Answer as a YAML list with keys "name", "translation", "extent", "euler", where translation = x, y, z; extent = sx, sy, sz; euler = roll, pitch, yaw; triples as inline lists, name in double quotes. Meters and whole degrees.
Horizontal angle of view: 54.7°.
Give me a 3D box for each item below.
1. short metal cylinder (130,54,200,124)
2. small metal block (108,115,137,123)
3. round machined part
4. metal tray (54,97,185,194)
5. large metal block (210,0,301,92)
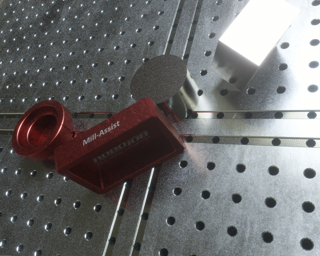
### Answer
- name: "short metal cylinder"
  translation: [0.007, -0.052, 0.419]
  extent: [0.080, 0.050, 0.080]
  euler: [-13, 56, 20]
- name: "small metal block"
  translation: [-0.037, 0.005, 0.407]
  extent: [0.050, 0.050, 0.025]
  euler: [-29, 52, 10]
- name: "round machined part"
  translation: [-0.176, 0.007, 0.483]
  extent: [0.098, 0.042, 0.098]
  euler: [-13, 56, 20]
- name: "metal tray"
  translation: [-0.046, 0.027, 0.372]
  extent: [0.130, 0.090, 0.030]
  euler: [-29, 52, 9]
- name: "large metal block"
  translation: [0.108, -0.101, 0.369]
  extent: [0.050, 0.080, 0.080]
  euler: [36, 81, 9]
